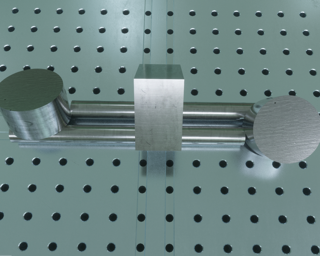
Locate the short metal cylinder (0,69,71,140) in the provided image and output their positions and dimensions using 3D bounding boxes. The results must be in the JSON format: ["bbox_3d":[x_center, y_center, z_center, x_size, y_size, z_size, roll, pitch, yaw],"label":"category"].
[{"bbox_3d":[-0.159,-0.031,0.393,0.081,0.050,0.080,0,47,0],"label":"short metal cylinder"}]

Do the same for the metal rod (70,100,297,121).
[{"bbox_3d":[0.033,-0.023,0.420,0.302,0.025,0.025,1,70,0],"label":"metal rod"}]

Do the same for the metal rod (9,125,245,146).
[{"bbox_3d":[-0.042,0.009,0.407,0.302,0.025,0.025,1,70,0],"label":"metal rod"}]

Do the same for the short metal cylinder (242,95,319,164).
[{"bbox_3d":[0.149,0.001,0.385,0.081,0.050,0.079,0,92,0],"label":"short metal cylinder"}]

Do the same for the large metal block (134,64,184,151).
[{"bbox_3d":[-0.001,-0.027,0.360,0.050,0.080,0.079,1,112,0],"label":"large metal block"}]
